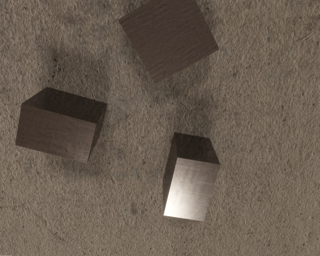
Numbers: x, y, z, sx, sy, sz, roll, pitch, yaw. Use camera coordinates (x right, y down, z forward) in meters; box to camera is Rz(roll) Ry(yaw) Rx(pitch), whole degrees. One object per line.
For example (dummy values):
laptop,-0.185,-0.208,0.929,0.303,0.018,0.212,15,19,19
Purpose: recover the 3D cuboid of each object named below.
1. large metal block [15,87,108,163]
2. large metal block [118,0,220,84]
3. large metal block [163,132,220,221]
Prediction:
large metal block,-0.115,-0.007,0.376,0.080,0.080,0.050,16,109,-6
large metal block,0.010,-0.109,0.356,0.080,0.050,0.080,-28,108,9
large metal block,0.037,0.060,0.403,0.050,0.080,0.079,10,110,-4
